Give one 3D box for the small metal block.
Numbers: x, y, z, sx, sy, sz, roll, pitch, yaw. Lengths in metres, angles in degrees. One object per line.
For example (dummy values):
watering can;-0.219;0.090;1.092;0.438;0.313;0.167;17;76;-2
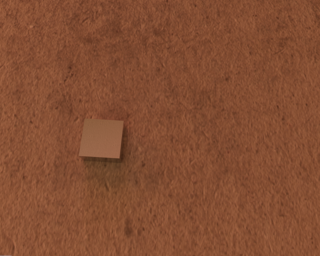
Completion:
small metal block;-0.073;0.017;0.401;0.050;0.025;0.050;4;70;1
